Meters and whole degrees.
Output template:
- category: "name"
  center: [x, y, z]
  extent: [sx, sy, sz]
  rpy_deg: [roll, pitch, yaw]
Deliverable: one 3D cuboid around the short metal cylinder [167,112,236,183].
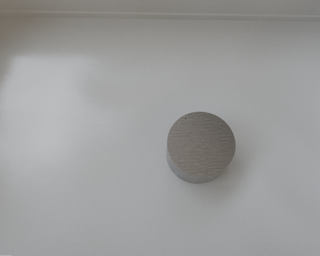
- category: "short metal cylinder"
  center: [0.049, 0.026, 0.388]
  extent: [0.081, 0.050, 0.080]
  rpy_deg: [0, 70, 0]
